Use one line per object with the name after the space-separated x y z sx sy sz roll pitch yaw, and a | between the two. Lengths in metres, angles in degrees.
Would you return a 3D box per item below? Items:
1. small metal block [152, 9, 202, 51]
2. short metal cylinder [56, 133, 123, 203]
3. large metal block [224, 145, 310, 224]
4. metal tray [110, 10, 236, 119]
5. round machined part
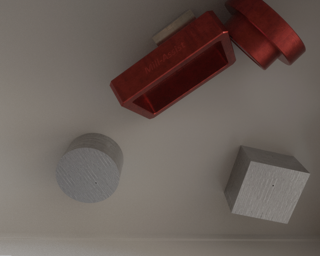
0.019 -0.110 0.358 0.050 0.050 0.025 -34 107 11 | small metal block
-0.092 0.053 0.416 0.081 0.050 0.079 0 110 -1 | short metal cylinder
0.144 0.078 0.429 0.081 0.050 0.079 12 110 -5 | large metal block
0.019 -0.064 0.352 0.130 0.090 0.030 -34 73 11 | metal tray
0.105 -0.101 0.337 0.098 0.098 0.042 39 108 -14 | round machined part
